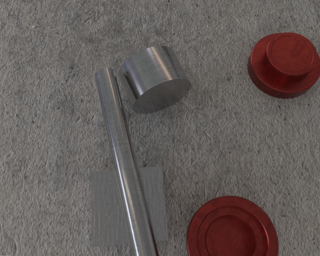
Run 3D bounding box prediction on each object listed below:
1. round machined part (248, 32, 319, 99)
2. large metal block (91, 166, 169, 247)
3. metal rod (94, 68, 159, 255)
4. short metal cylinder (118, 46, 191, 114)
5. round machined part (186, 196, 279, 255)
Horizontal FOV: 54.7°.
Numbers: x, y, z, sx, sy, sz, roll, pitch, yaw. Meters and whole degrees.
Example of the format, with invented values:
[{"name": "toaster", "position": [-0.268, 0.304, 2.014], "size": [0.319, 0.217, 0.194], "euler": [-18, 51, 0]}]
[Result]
[{"name": "round machined part", "position": [0.178, -0.094, 0.435], "size": [0.099, 0.042, 0.098], "euler": [0, 70, 0]}, {"name": "large metal block", "position": [-0.034, 0.092, 0.361], "size": [0.081, 0.050, 0.080], "euler": [-4, 70, -2]}, {"name": "metal rod", "position": [-0.030, 0.069, 0.329], "size": [0.025, 0.025, 0.299], "euler": [-14, 71, -5]}, {"name": "short metal cylinder", "position": [-0.007, -0.060, 0.401], "size": [0.080, 0.080, 0.050], "euler": [-22, 72, -8]}, {"name": "round machined part", "position": [0.078, 0.129, 0.353], "size": [0.099, 0.042, 0.098], "euler": [0, 70, 0]}]
